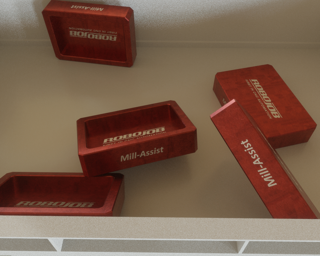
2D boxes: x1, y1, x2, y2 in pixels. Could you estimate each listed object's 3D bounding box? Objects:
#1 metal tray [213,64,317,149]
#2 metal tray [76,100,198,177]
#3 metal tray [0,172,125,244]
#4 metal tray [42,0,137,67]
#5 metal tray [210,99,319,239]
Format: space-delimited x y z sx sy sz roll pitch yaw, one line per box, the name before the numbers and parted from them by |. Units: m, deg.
metal tray | 0.139 -0.031 0.429 0.091 0.030 0.130 -11 51 -9
metal tray | -0.031 0.008 0.374 0.131 0.030 0.090 -12 30 -10
metal tray | -0.105 0.075 0.307 0.131 0.030 0.090 1 14 0
metal tray | -0.106 -0.145 0.484 0.131 0.090 0.030 7 51 6
metal tray | 0.108 0.039 0.313 0.030 0.090 0.130 -36 65 17
